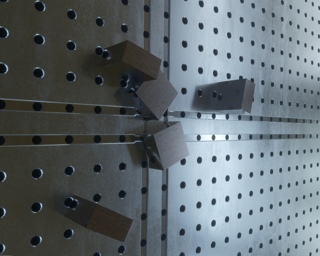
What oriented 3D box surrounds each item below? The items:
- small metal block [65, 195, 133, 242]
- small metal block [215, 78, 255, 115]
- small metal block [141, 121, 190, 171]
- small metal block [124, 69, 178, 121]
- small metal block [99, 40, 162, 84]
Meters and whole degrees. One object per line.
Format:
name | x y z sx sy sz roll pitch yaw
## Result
small metal block | -0.067 0.099 0.339 0.050 0.050 0.025 36 68 -35
small metal block | 0.120 -0.049 0.497 0.025 0.050 0.050 20 78 -39
small metal block | 0.008 0.023 0.418 0.050 0.025 0.050 -26 107 -37
small metal block | -0.010 -0.045 0.402 0.050 0.025 0.050 49 61 -29
small metal block | -0.035 -0.076 0.365 0.050 0.050 0.025 22 76 -38
